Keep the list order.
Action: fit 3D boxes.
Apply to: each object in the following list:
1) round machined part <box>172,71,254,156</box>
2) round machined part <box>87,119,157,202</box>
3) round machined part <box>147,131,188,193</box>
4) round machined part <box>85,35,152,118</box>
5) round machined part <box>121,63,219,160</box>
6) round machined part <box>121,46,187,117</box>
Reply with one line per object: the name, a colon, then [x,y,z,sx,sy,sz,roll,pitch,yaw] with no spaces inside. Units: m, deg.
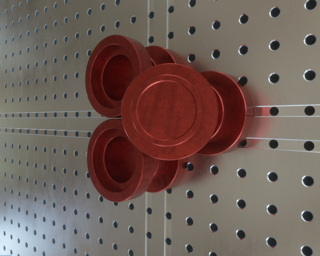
round machined part: [0.053,-0.017,0.356,0.098,0.042,0.097,0,90,40]
round machined part: [-0.042,0.038,0.379,0.098,0.042,0.097,0,90,40]
round machined part: [-0.015,0.037,0.412,0.098,0.042,0.097,0,90,40]
round machined part: [-0.045,-0.061,0.381,0.098,0.042,0.097,0,90,40]
round machined part: [0.009,-0.016,0.309,0.098,0.042,0.097,0,90,8]
round machined part: [-0.015,-0.061,0.413,0.098,0.042,0.097,0,90,40]
